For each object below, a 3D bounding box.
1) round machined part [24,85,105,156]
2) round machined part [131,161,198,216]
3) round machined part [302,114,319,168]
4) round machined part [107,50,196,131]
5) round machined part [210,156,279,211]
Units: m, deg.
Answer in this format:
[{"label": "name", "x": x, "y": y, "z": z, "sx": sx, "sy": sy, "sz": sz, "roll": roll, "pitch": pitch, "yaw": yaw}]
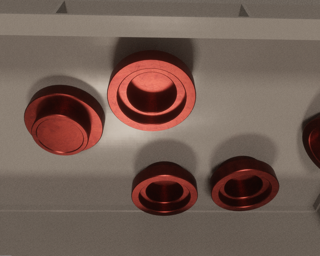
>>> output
[{"label": "round machined part", "x": -0.122, "y": -0.003, "z": 0.394, "sx": 0.099, "sy": 0.042, "sz": 0.097, "roll": -1, "pitch": 130, "yaw": 0}, {"label": "round machined part", "x": 0.007, "y": 0.089, "z": 0.474, "sx": 0.099, "sy": 0.042, "sz": 0.097, "roll": -1, "pitch": 130, "yaw": 0}, {"label": "round machined part", "x": 0.238, "y": 0.019, "z": 0.394, "sx": 0.042, "sy": 0.098, "sz": 0.097, "roll": -32, "pitch": 133, "yaw": -20}, {"label": "round machined part", "x": -0.009, "y": -0.046, "z": 0.359, "sx": 0.099, "sy": 0.042, "sz": 0.097, "roll": -1, "pitch": 130, "yaw": 0}, {"label": "round machined part", "x": 0.124, "y": 0.080, "z": 0.468, "sx": 0.099, "sy": 0.042, "sz": 0.097, "roll": -1, "pitch": 130, "yaw": 0}]
